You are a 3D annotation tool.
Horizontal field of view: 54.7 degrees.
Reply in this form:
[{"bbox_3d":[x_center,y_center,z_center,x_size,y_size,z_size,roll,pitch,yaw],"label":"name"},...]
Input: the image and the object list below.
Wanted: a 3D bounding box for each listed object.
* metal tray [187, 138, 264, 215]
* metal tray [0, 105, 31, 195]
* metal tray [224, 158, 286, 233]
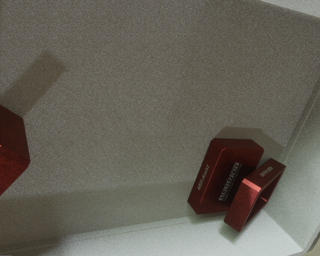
[{"bbox_3d":[0.108,0.081,0.514,0.091,0.030,0.129,3,117,-30],"label":"metal tray"},{"bbox_3d":[-0.184,0.048,0.295,0.130,0.090,0.030,-45,129,3],"label":"metal tray"},{"bbox_3d":[0.164,0.111,0.528,0.131,0.030,0.089,-16,130,-50],"label":"metal tray"}]
